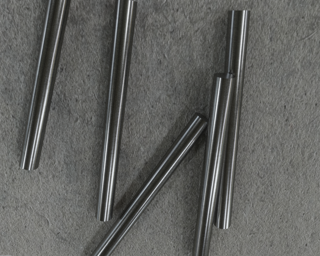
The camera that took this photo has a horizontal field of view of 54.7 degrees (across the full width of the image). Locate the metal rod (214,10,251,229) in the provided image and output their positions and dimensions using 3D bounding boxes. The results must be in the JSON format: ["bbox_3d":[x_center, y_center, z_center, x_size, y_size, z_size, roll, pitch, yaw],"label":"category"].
[{"bbox_3d":[0.092,0.003,0.411,0.025,0.025,0.298,0,110,0],"label":"metal rod"}]

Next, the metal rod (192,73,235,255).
[{"bbox_3d":[0.069,0.074,0.425,0.025,0.025,0.298,2,115,-1],"label":"metal rod"}]

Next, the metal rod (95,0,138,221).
[{"bbox_3d":[-0.060,-0.008,0.405,0.025,0.025,0.298,8,110,-3],"label":"metal rod"}]

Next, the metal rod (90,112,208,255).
[{"bbox_3d":[-0.026,0.104,0.447,0.025,0.025,0.299,32,107,-11],"label":"metal rod"}]

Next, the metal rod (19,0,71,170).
[{"bbox_3d":[-0.136,-0.082,0.378,0.025,0.025,0.298,16,109,-6],"label":"metal rod"}]
